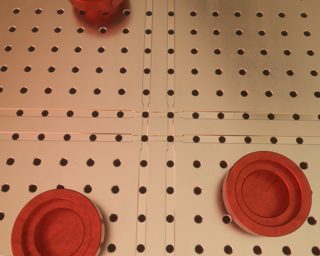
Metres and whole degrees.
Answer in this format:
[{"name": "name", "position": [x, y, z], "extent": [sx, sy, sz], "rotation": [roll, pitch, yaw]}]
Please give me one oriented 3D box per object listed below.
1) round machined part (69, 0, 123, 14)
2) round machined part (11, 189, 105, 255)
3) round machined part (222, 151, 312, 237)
[{"name": "round machined part", "position": [-0.098, -0.218, 0.482], "extent": [0.099, 0.042, 0.098], "rotation": [0, 70, 0]}, {"name": "round machined part", "position": [-0.113, 0.122, 0.358], "extent": [0.099, 0.042, 0.098], "rotation": [0, 70, 0]}, {"name": "round machined part", "position": [0.124, 0.080, 0.374], "extent": [0.099, 0.042, 0.098], "rotation": [0, 70, 0]}]
